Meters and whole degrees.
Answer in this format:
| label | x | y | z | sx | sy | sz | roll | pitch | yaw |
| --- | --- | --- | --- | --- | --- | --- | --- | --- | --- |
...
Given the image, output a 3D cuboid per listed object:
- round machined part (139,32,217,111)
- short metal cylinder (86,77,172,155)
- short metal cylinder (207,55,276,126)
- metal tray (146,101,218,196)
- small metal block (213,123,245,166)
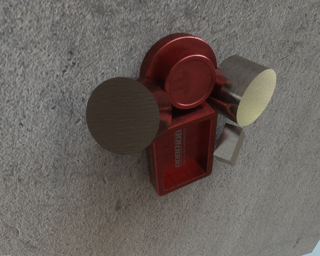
| label | x | y | z | sx | sy | sz | roll | pitch | yaw |
| --- | --- | --- | --- | --- | --- | --- | --- | --- | --- |
| round machined part | 0.028 | -0.062 | 0.375 | 0.099 | 0.042 | 0.097 | -14 | 124 | -21 |
| short metal cylinder | -0.032 | -0.015 | 0.337 | 0.080 | 0.080 | 0.050 | -61 | 170 | 15 |
| short metal cylinder | 0.106 | -0.049 | 0.406 | 0.081 | 0.050 | 0.079 | -29 | 138 | -30 |
| metal tray | 0.029 | 0.030 | 0.425 | 0.091 | 0.030 | 0.129 | -20 | 136 | -17 |
| small metal block | 0.103 | 0.025 | 0.458 | 0.050 | 0.025 | 0.050 | -67 | 157 | -8 |
